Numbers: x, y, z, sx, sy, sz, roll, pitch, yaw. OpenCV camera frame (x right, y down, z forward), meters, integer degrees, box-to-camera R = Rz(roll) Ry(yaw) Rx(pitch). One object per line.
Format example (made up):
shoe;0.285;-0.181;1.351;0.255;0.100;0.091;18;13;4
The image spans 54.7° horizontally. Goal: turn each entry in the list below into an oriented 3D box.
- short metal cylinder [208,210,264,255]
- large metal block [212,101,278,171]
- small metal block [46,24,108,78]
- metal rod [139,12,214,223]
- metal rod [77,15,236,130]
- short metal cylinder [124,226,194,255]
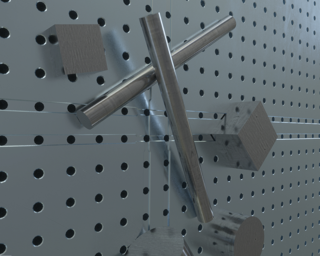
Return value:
short metal cylinder;0.122;0.176;0.496;0.081;0.050;0.080;0;90;-40
large metal block;0.142;0.012;0.512;0.080;0.050;0.080;-50;119;-28
small metal block;-0.089;-0.083;0.334;0.050;0.025;0.050;-16;100;-39
metal rod;0.028;0.003;0.410;0.025;0.025;0.298;-34;118;-35
metal rod;0.015;-0.090;0.420;0.302;0.025;0.025;-40;114;-33
short metal cylinder;0.002;0.167;0.375;0.080;0.080;0.050;-40;115;-32
